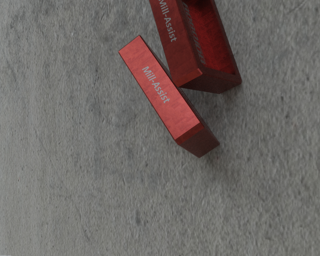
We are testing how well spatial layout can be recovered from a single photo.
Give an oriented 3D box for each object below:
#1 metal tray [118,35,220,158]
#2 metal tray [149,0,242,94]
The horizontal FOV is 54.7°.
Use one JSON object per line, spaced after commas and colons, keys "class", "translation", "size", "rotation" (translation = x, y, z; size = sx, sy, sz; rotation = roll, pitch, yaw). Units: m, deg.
{"class": "metal tray", "translation": [0.012, -0.033, 0.348], "size": [0.030, 0.090, 0.130], "rotation": [-36, 66, 9]}
{"class": "metal tray", "translation": [0.036, -0.104, 0.331], "size": [0.030, 0.091, 0.129], "rotation": [-25, 75, 37]}
